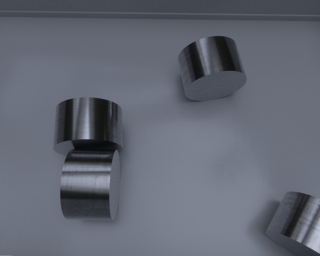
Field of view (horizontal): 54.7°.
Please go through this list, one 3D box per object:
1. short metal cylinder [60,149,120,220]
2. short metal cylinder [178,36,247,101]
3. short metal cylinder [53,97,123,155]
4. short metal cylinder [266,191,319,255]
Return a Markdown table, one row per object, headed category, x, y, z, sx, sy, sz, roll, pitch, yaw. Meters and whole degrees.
| category | x | y | z | sx | sy | sz | roll | pitch | yaw |
| --- | --- | --- | --- | --- | --- | --- | --- | --- | --- |
| short metal cylinder | -0.076 | 0.064 | 0.356 | 0.050 | 0.080 | 0.080 | 1 | 70 | 0 |
| short metal cylinder | 0.068 | -0.076 | 0.408 | 0.081 | 0.080 | 0.050 | -9 | 71 | -3 |
| short metal cylinder | -0.086 | 0.002 | 0.379 | 0.081 | 0.080 | 0.050 | -3 | 70 | -1 |
| short metal cylinder | 0.166 | 0.113 | 0.340 | 0.080 | 0.080 | 0.050 | 31 | 73 | 10 |
